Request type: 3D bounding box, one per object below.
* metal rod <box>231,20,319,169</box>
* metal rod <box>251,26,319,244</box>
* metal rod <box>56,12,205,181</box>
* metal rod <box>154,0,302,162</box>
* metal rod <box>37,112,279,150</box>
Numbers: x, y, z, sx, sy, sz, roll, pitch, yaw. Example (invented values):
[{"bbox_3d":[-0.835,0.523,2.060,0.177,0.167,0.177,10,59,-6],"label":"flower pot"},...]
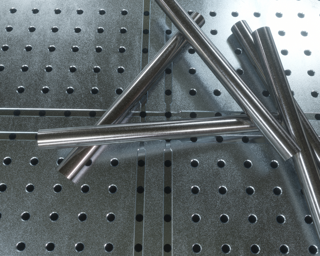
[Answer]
[{"bbox_3d":[0.177,-0.025,0.423,0.025,0.025,0.299,-22,72,-8],"label":"metal rod"},{"bbox_3d":[0.172,0.009,0.392,0.025,0.025,0.299,-12,77,-5],"label":"metal rod"},{"bbox_3d":[-0.031,-0.054,0.431,0.025,0.025,0.300,35,73,11],"label":"metal rod"},{"bbox_3d":[0.078,-0.085,0.414,0.025,0.025,0.299,-31,72,-11],"label":"metal rod"},{"bbox_3d":[0.006,0.003,0.393,0.302,0.025,0.025,-4,70,-9],"label":"metal rod"}]
